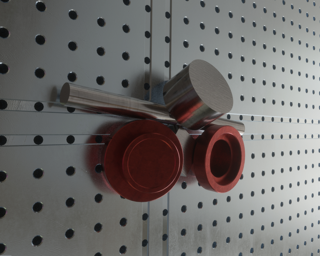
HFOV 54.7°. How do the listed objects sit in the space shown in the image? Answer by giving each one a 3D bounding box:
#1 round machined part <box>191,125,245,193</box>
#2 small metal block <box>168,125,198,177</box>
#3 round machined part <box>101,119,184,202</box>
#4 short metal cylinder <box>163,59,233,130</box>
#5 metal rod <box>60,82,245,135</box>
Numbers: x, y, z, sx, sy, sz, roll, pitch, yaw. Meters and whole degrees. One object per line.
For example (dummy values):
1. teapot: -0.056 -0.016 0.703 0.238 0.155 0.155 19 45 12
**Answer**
1. round machined part: 0.081 0.044 0.459 0.099 0.042 0.097 -3 95 -43
2. small metal block: 0.024 0.031 0.424 0.050 0.025 0.050 44 64 -31
3. round machined part: -0.016 0.039 0.363 0.099 0.042 0.097 0 91 -22
4. short metal cylinder: 0.051 -0.043 0.412 0.080 0.050 0.080 24 50 -31
5. metal rod: 0.016 -0.017 0.418 0.302 0.025 0.025 9 84 -40
